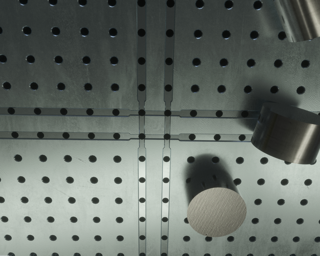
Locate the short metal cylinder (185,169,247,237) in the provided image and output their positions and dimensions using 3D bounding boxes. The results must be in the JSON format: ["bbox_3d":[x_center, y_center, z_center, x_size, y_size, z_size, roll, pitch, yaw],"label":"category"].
[{"bbox_3d":[0.076,0.106,0.440,0.081,0.050,0.079,0,110,-1],"label":"short metal cylinder"}]

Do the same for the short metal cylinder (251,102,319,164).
[{"bbox_3d":[0.161,0.004,0.388,0.081,0.080,0.050,11,110,-4],"label":"short metal cylinder"}]

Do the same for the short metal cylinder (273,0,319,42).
[{"bbox_3d":[0.171,-0.135,0.337,0.080,0.080,0.050,-26,108,9],"label":"short metal cylinder"}]
